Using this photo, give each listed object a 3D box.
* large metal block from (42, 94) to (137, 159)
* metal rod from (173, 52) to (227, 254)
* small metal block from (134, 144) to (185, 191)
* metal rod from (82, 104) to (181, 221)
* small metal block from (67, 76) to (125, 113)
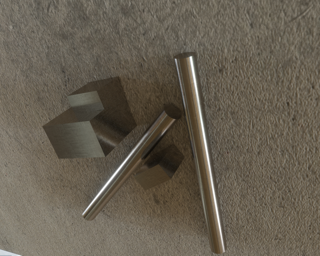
[{"bbox_3d":[-0.092,-0.003,0.416,0.080,0.080,0.050,-5,116,30],"label":"large metal block"},{"bbox_3d":[0.058,0.051,0.406,0.025,0.025,0.298,1,119,27],"label":"metal rod"},{"bbox_3d":[-0.001,0.053,0.423,0.050,0.050,0.025,-31,101,38],"label":"small metal block"},{"bbox_3d":[-0.058,0.070,0.478,0.025,0.025,0.298,40,129,1],"label":"metal rod"},{"bbox_3d":[-0.083,-0.044,0.406,0.050,0.050,0.025,-5,116,30],"label":"small metal block"}]
